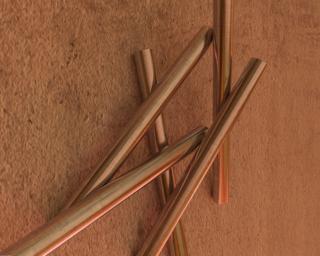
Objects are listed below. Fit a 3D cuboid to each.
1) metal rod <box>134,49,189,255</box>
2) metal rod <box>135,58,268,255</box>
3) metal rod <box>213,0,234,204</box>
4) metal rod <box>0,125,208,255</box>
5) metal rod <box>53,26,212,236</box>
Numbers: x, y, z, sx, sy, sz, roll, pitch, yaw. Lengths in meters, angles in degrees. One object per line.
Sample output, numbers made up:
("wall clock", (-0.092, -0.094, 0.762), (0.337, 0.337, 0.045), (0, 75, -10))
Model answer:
("metal rod", (0.005, 0.049, 0.408), (0.025, 0.025, 0.298), (-17, 101, -39))
("metal rod", (0.052, 0.045, 0.393), (0.025, 0.025, 0.299), (33, 87, -36))
("metal rod", (0.085, -0.024, 0.425), (0.025, 0.025, 0.298), (-24, 121, -37))
("metal rod", (-0.042, 0.065, 0.329), (0.302, 0.025, 0.025), (-30, 109, -39))
("metal rod", (-0.021, -0.008, 0.361), (0.025, 0.025, 0.300), (46, 70, -30))
